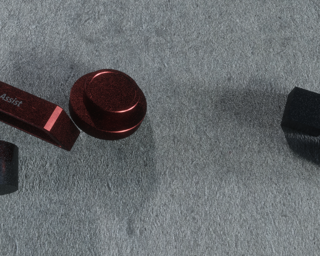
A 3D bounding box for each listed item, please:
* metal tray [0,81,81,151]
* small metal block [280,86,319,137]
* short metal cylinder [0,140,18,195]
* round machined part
[{"bbox_3d":[-0.171,-0.020,0.379,0.130,0.090,0.030,22,72,8],"label":"metal tray"},{"bbox_3d":[0.197,-0.022,0.418,0.050,0.025,0.050,19,71,6],"label":"small metal block"},{"bbox_3d":[-0.209,0.049,0.360,0.081,0.080,0.050,-8,71,-3],"label":"short metal cylinder"},{"bbox_3d":[-0.064,-0.037,0.394,0.099,0.042,0.098,11,54,-15],"label":"round machined part"}]
